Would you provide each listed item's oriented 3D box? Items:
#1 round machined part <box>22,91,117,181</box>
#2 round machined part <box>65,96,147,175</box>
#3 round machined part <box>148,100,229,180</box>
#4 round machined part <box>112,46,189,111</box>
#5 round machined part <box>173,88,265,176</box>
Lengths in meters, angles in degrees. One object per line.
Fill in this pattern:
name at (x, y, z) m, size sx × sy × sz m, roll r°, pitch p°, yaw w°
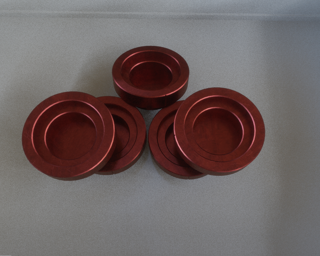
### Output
round machined part at (-0.098, 0.011, 0.350) m, size 0.099 × 0.042 × 0.098 m, roll 0°, pitch 70°, yaw 0°
round machined part at (-0.066, 0.012, 0.394) m, size 0.099 × 0.042 × 0.098 m, roll 0°, pitch 70°, yaw 0°
round machined part at (0.035, 0.017, 0.393) m, size 0.099 × 0.042 × 0.098 m, roll 0°, pitch 70°, yaw 0°
round machined part at (-0.012, -0.062, 0.411) m, size 0.099 × 0.042 × 0.098 m, roll 1°, pitch 52°, yaw -1°
round machined part at (0.064, 0.007, 0.353) m, size 0.099 × 0.042 × 0.098 m, roll 0°, pitch 70°, yaw 0°
